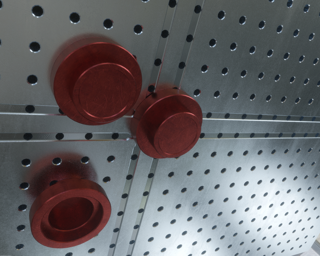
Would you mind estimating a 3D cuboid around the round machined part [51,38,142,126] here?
[{"bbox_3d":[-0.065,-0.045,0.338,0.099,0.042,0.097,-14,125,-21],"label":"round machined part"}]

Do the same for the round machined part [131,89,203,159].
[{"bbox_3d":[0.015,0.001,0.411,0.099,0.042,0.097,-14,124,-21],"label":"round machined part"}]

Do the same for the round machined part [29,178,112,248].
[{"bbox_3d":[-0.117,0.105,0.402,0.099,0.042,0.097,-14,125,-21],"label":"round machined part"}]
